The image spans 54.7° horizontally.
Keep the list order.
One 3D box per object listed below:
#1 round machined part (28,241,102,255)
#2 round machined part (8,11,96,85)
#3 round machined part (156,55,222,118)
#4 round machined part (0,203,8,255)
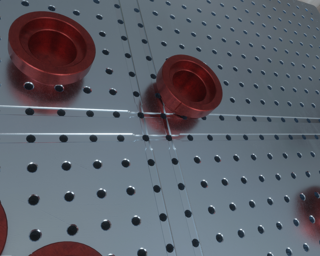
[{"bbox_3d":[-0.082,0.147,0.264,0.099,0.042,0.098,14,56,-21],"label":"round machined part"},{"bbox_3d":[-0.134,-0.093,0.383,0.099,0.042,0.098,14,56,-21],"label":"round machined part"},{"bbox_3d":[0.039,-0.056,0.454,0.099,0.042,0.098,14,56,-21],"label":"round machined part"},{"bbox_3d":[-0.177,0.087,0.249,0.099,0.042,0.098,14,56,-21],"label":"round machined part"}]
